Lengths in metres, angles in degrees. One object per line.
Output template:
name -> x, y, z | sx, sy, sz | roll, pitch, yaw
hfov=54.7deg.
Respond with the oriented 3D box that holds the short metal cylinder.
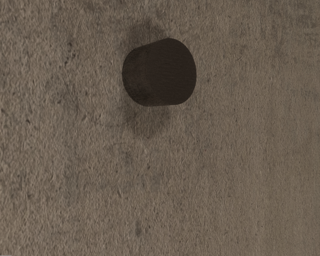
short metal cylinder -> 0.000, -0.068, 0.390 | 0.081, 0.050, 0.079 | 0, 90, -40
